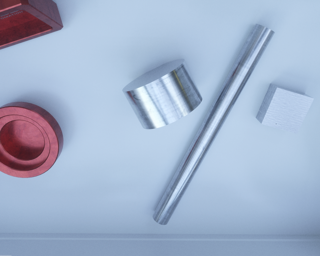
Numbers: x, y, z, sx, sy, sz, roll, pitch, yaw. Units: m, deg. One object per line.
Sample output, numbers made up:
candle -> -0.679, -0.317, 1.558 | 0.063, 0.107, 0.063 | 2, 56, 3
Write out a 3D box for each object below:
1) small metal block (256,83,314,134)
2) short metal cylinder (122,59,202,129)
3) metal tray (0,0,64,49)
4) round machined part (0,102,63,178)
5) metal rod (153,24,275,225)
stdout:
small metal block -> 0.162, -0.025, 0.404 | 0.050, 0.025, 0.050 | 15, 109, -6
short metal cylinder -> 0.003, -0.041, 0.367 | 0.080, 0.080, 0.050 | -25, 109, 8
metal tray -> -0.183, -0.112, 0.330 | 0.131, 0.090, 0.030 | -16, 92, 5
round machined part -> -0.176, 0.012, 0.404 | 0.099, 0.042, 0.097 | 0, 110, -1
metal rod -> 0.063, 0.008, 0.415 | 0.025, 0.025, 0.298 | 23, 108, -9
